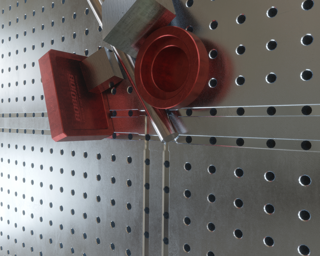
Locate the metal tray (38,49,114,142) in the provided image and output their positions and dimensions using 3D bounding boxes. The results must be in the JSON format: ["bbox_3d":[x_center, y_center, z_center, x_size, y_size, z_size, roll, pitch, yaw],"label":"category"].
[{"bbox_3d":[-0.124,-0.047,0.466,0.030,0.091,0.129,-22,76,38],"label":"metal tray"}]

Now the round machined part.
[{"bbox_3d":[0.018,-0.071,0.382,0.098,0.042,0.097,0,90,39],"label":"round machined part"}]

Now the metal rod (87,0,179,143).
[{"bbox_3d":[-0.053,-0.111,0.450,0.025,0.025,0.299,-42,65,32],"label":"metal rod"}]

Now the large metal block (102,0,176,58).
[{"bbox_3d":[-0.031,-0.153,0.399,0.080,0.050,0.080,-38,45,33],"label":"large metal block"}]

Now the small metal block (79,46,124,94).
[{"bbox_3d":[-0.090,-0.087,0.472,0.050,0.025,0.050,-27,75,21],"label":"small metal block"}]
